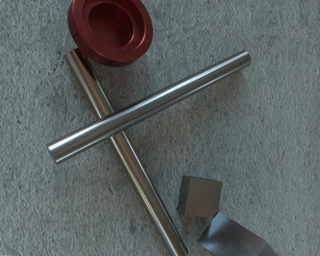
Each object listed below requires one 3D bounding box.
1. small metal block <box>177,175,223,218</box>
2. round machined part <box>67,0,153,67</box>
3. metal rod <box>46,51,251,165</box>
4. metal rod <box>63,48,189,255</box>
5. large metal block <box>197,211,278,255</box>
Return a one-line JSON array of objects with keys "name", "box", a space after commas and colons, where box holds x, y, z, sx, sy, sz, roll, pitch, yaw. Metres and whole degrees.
[{"name": "small metal block", "box": [0.055, 0.095, 0.431, 0.050, 0.025, 0.050, 11, 86, -20]}, {"name": "round machined part", "box": [-0.061, -0.118, 0.369, 0.099, 0.042, 0.098, 8, 75, -31]}, {"name": "metal rod", "box": [0.005, -0.037, 0.393, 0.302, 0.025, 0.025, -29, 100, -25]}, {"name": "metal rod", "box": [-0.038, 0.041, 0.395, 0.025, 0.025, 0.299, -30, 100, -18]}, {"name": "large metal block", "box": [0.109, 0.168, 0.410, 0.050, 0.080, 0.080, -49, 125, -13]}]
